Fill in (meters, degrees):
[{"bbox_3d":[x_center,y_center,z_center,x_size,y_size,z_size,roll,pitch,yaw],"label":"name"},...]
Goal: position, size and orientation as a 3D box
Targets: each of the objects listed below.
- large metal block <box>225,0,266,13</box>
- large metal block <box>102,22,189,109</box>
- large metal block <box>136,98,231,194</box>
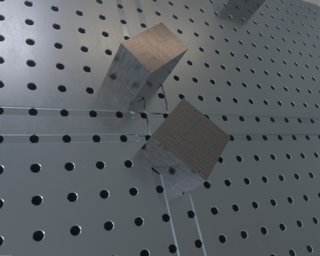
[{"bbox_3d":[0.181,-0.308,0.676,0.081,0.050,0.080,4,60,-26],"label":"large metal block"},{"bbox_3d":[-0.020,-0.082,0.412,0.050,0.080,0.080,46,51,3],"label":"large metal block"},{"bbox_3d":[0.031,0.022,0.395,0.080,0.050,0.080,40,51,-1],"label":"large metal block"}]
